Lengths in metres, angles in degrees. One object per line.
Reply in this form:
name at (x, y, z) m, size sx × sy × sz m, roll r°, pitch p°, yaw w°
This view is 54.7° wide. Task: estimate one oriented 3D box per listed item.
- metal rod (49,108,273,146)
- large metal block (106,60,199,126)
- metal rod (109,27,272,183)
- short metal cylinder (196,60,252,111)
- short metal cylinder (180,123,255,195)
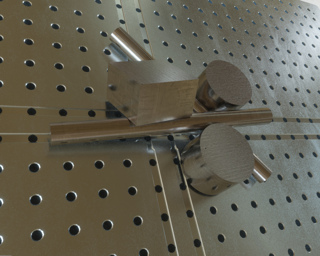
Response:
metal rod at (0.019, -0.005, 0.396) m, size 0.303 × 0.025 × 0.025 m, roll -5°, pitch 64°, yaw -24°
large metal block at (-0.012, -0.048, 0.387) m, size 0.081 × 0.050 × 0.080 m, roll -11°, pitch 33°, yaw -32°
metal rod at (0.043, -0.034, 0.448) m, size 0.300 × 0.025 × 0.025 m, roll 44°, pitch 51°, yaw 2°
short metal cylinder at (0.091, -0.056, 0.471) m, size 0.081 × 0.050 × 0.080 m, roll 14°, pitch 56°, yaw -21°
short metal cylinder at (0.074, 0.041, 0.402) m, size 0.081 × 0.050 × 0.080 m, roll 14°, pitch 56°, yaw -21°
